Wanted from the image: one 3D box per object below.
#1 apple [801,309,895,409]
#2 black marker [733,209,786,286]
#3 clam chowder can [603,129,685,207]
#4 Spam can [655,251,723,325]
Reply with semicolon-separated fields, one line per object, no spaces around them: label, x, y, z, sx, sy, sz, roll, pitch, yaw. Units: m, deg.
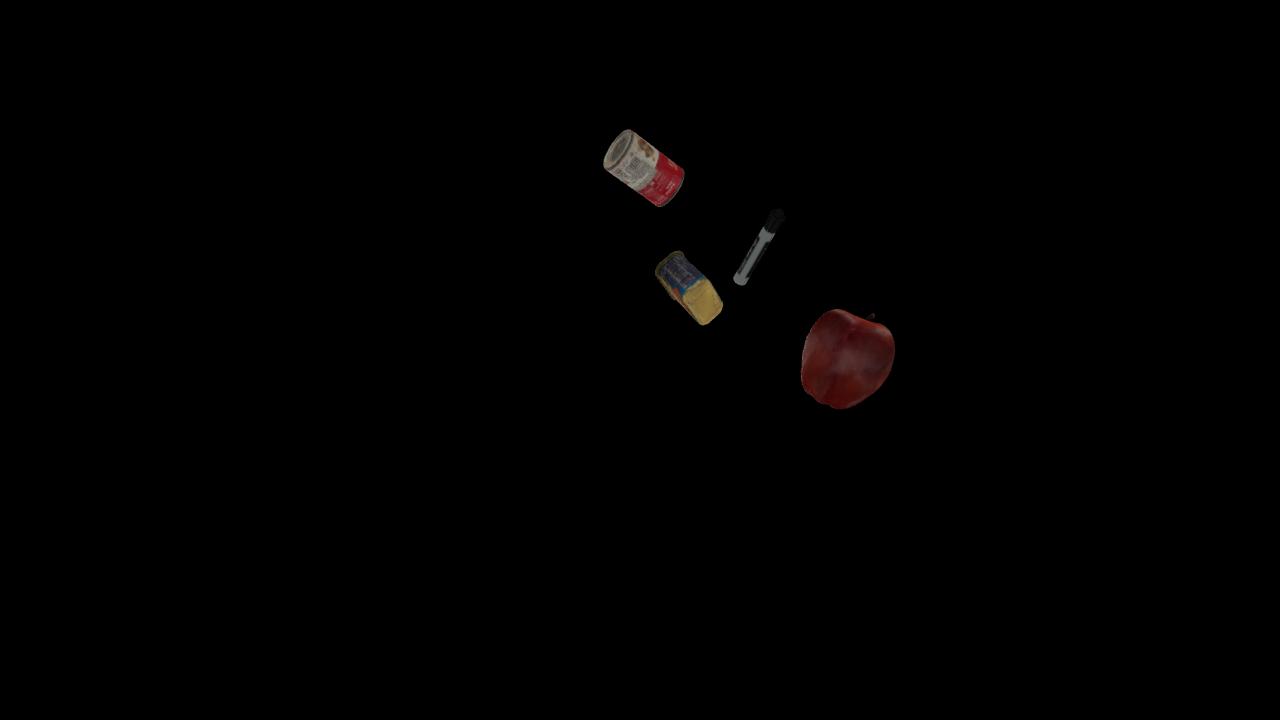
apple;0.190;-0.002;0.566;0.079;0.093;0.079;22;13;-6
black marker;0.147;-0.138;0.760;0.020;0.020;0.121;0;-34;-19
clam chowder can;0.005;-0.279;0.899;0.102;0.068;0.068;27;-15;-30
Spam can;0.082;-0.115;0.994;0.085;0.058;0.101;50;2;38
